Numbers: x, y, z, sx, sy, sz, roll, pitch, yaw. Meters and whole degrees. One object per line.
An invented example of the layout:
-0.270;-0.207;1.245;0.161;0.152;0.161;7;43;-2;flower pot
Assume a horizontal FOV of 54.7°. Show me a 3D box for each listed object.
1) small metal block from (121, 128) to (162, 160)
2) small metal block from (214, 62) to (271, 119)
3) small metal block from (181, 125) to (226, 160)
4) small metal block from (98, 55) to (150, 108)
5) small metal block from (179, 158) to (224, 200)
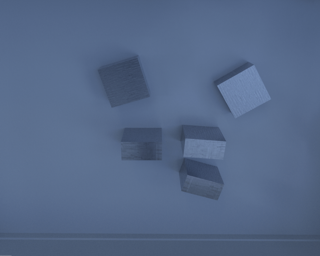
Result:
-0.023;0.020;0.405;0.050;0.050;0.025;0;110;-1;small metal block
0.104;-0.048;0.395;0.050;0.025;0.050;-30;108;10;small metal block
0.055;0.017;0.405;0.050;0.050;0.025;4;110;-2;small metal block
-0.044;-0.059;0.389;0.050;0.025;0.050;-16;110;5;small metal block
0.055;0.069;0.424;0.050;0.050;0.025;16;109;-6;small metal block
